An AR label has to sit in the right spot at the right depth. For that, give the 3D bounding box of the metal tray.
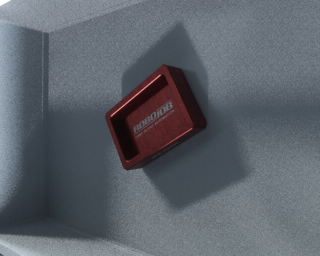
[{"bbox_3d":[-0.011,-0.010,0.410,0.130,0.030,0.090,-35,69,34],"label":"metal tray"}]
